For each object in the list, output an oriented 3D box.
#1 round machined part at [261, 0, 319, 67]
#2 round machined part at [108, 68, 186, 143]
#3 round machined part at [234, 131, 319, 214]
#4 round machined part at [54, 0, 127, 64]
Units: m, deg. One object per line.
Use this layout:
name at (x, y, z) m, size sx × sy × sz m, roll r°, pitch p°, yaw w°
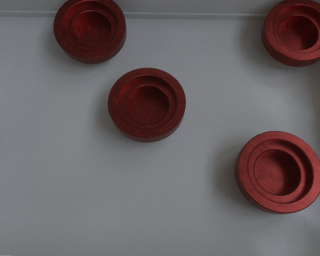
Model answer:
round machined part at (0.195, -0.132, 0.447) m, size 0.099 × 0.042 × 0.098 m, roll 0°, pitch 76°, yaw 2°
round machined part at (-0.016, -0.027, 0.410) m, size 0.099 × 0.042 × 0.098 m, roll 0°, pitch 70°, yaw 0°
round machined part at (0.141, 0.056, 0.381) m, size 0.099 × 0.042 × 0.098 m, roll 0°, pitch 70°, yaw 0°
round machined part at (-0.097, -0.137, 0.445) m, size 0.099 × 0.042 × 0.098 m, roll 0°, pitch 79°, yaw -2°
